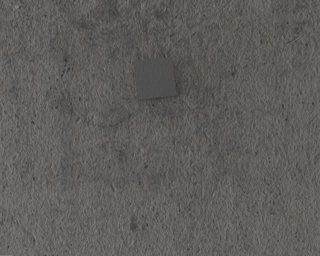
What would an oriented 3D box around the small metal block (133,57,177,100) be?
[{"bbox_3d":[-0.006,-0.064,0.410,0.050,0.025,0.050,-7,90,0],"label":"small metal block"}]
